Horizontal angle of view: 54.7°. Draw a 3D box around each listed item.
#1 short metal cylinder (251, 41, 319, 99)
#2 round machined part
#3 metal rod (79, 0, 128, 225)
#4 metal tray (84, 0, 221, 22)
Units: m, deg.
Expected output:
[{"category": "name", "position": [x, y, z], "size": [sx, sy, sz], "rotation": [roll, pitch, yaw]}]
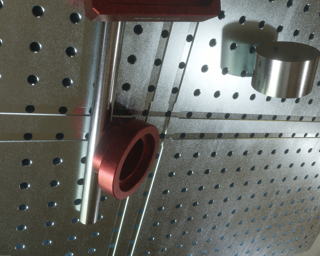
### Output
[{"category": "short metal cylinder", "position": [0.168, -0.081, 0.420], "size": [0.081, 0.080, 0.050], "rotation": [-16, 125, -20]}, {"category": "round machined part", "position": [-0.044, 0.034, 0.379], "size": [0.098, 0.042, 0.097], "rotation": [-50, 153, -36]}, {"category": "metal rod", "position": [-0.071, -0.004, 0.370], "size": [0.025, 0.025, 0.298], "rotation": [-2, 120, -28]}, {"category": "metal tray", "position": [-0.007, -0.149, 0.291], "size": [0.131, 0.030, 0.089], "rotation": [-9, 100, -24]}]
